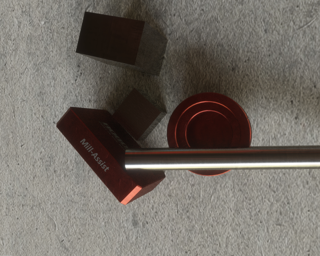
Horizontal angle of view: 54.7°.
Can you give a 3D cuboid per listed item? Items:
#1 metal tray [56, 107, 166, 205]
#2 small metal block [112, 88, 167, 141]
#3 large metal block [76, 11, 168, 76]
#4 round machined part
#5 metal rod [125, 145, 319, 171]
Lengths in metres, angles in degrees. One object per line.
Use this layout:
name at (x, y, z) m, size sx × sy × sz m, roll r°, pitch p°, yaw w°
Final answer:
metal tray at (-0.059, 0.030, 0.395) m, size 0.130 × 0.090 × 0.030 m, roll 47°, pitch 105°, yaw 14°
small metal block at (-0.028, -0.018, 0.419) m, size 0.050 × 0.025 × 0.050 m, roll 44°, pitch 103°, yaw 14°
large metal block at (-0.045, -0.105, 0.396) m, size 0.080 × 0.080 × 0.050 m, roll 16°, pitch 96°, yaw 19°
round machined part at (0.062, 0.007, 0.378) m, size 0.098 × 0.042 × 0.097 m, roll 0°, pitch 90°, yaw 20°
metal rod at (0.114, 0.032, 0.330) m, size 0.302 × 0.025 × 0.025 m, roll -1°, pitch 90°, yaw 5°
